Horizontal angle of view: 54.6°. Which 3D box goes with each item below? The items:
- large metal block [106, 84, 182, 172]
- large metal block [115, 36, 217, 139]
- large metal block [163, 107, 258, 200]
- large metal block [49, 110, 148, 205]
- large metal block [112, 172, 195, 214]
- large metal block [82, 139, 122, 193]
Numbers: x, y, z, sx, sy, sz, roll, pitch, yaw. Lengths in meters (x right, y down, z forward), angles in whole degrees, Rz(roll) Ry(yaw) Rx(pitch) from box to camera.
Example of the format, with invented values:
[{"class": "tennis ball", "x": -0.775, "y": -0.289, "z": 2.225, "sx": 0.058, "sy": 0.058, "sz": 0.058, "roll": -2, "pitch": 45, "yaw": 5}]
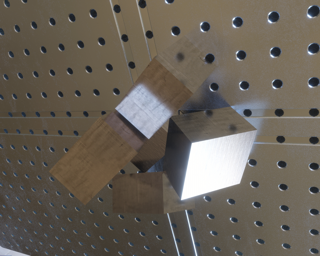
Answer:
[{"class": "large metal block", "x": -0.019, "y": 0.000, "z": 0.407, "sx": 0.080, "sy": 0.050, "sz": 0.080, "roll": 43, "pitch": 129, "yaw": -2}, {"class": "large metal block", "x": 0.008, "y": -0.046, "z": 0.344, "sx": 0.050, "sy": 0.080, "sz": 0.080, "roll": 43, "pitch": 129, "yaw": -2}, {"class": "large metal block", "x": 0.054, "y": 0.027, "z": 0.355, "sx": 0.050, "sy": 0.081, "sz": 0.079, "roll": -127, "pitch": 35, "yaw": -47}, {"class": "large metal block", "x": -0.061, "y": 0.026, "z": 0.343, "sx": 0.050, "sy": 0.080, "sz": 0.080, "roll": 44, "pitch": 104, "yaw": -2}, {"class": "large metal block", "x": -0.008, "y": 0.088, "z": 0.425, "sx": 0.080, "sy": 0.080, "sz": 0.050, "roll": -9, "pitch": 78, "yaw": 32}, {"class": "large metal block", "x": -0.085, "y": 0.038, "z": 0.443, "sx": 0.050, "sy": 0.080, "sz": 0.080, "roll": 44, "pitch": 129, "yaw": -2}]
